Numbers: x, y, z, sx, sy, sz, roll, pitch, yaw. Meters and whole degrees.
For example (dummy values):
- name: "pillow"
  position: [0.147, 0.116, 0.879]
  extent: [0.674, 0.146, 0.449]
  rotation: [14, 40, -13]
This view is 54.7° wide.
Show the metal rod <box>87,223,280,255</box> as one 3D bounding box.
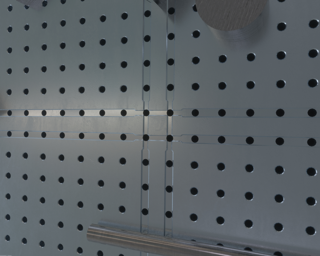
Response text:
- name: "metal rod"
  position: [0.043, 0.158, 0.397]
  extent: [0.301, 0.025, 0.025]
  rotation: [3, 91, 19]

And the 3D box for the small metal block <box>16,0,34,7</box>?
- name: "small metal block"
  position: [-0.212, -0.231, 0.487]
  extent: [0.050, 0.025, 0.050]
  rotation: [-38, 78, 16]

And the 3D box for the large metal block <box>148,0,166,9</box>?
- name: "large metal block"
  position: [-0.009, -0.210, 0.386]
  extent: [0.050, 0.080, 0.080]
  rotation: [38, 102, 16]

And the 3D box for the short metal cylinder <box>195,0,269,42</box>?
- name: "short metal cylinder"
  position: [0.087, -0.148, 0.368]
  extent: [0.080, 0.050, 0.079]
  rotation: [0, 90, 20]
